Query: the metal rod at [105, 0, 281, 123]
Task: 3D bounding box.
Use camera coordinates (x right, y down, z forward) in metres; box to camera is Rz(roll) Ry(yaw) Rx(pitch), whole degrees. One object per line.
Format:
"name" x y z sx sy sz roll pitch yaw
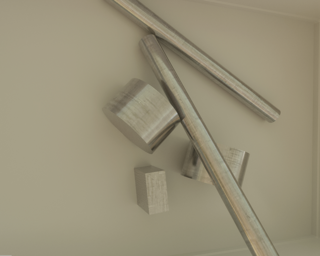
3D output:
"metal rod" 0.055 -0.096 0.431 0.301 0.025 0.025 33 79 -18

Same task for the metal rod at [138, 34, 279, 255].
"metal rod" 0.049 0.013 0.366 0.025 0.025 0.299 -22 73 -19

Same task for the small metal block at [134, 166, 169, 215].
"small metal block" -0.012 0.077 0.394 0.025 0.050 0.050 -6 92 -20

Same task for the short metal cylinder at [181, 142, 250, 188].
"short metal cylinder" 0.072 0.049 0.410 0.081 0.080 0.050 18 84 -20

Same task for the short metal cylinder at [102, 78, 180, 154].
"short metal cylinder" -0.023 -0.014 0.374 0.080 0.080 0.050 46 76 -15
